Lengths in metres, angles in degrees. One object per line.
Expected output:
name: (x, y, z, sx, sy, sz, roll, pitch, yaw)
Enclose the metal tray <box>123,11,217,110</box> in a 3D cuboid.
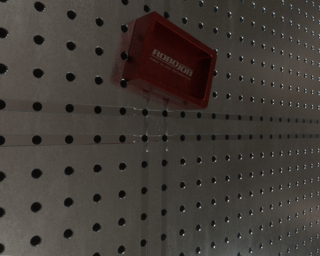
metal tray: (0.020, -0.086, 0.423, 0.131, 0.030, 0.090, 20, 78, -39)
